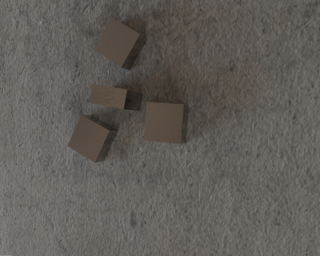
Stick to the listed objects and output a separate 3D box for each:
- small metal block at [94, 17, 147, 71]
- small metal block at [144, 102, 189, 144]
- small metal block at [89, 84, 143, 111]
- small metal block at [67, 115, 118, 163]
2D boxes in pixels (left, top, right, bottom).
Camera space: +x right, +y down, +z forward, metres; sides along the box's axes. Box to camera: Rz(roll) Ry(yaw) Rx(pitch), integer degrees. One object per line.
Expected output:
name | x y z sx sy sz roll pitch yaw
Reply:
small metal block | -0.054 -0.115 0.427 0.050 0.025 0.050 35 101 16
small metal block | 0.008 -0.007 0.405 0.050 0.025 0.050 5 92 19
small metal block | -0.058 -0.040 0.415 0.050 0.050 0.025 12 94 19
small metal block | -0.096 0.015 0.441 0.050 0.025 0.050 28 99 17
